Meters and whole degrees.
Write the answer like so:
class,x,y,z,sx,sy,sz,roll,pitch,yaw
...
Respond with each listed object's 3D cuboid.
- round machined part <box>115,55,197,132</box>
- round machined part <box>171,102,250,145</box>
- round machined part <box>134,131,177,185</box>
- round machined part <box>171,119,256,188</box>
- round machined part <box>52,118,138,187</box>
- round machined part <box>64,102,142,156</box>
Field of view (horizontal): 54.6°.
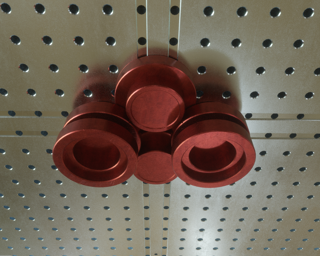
class,x,y,z,sx,sy,sz,roll,pitch,yaw
round machined part,-0.005,-0.033,0.371,0.099,0.042,0.097,0,130,0
round machined part,0.063,0.005,0.404,0.099,0.042,0.097,0,130,0
round machined part,-0.005,0.042,0.435,0.099,0.042,0.097,0,130,0
round machined part,0.063,0.027,0.381,0.099,0.042,0.097,0,130,0
round machined part,-0.076,0.025,0.378,0.099,0.042,0.097,0,130,0
round machined part,-0.073,0.005,0.403,0.099,0.042,0.097,0,130,0
